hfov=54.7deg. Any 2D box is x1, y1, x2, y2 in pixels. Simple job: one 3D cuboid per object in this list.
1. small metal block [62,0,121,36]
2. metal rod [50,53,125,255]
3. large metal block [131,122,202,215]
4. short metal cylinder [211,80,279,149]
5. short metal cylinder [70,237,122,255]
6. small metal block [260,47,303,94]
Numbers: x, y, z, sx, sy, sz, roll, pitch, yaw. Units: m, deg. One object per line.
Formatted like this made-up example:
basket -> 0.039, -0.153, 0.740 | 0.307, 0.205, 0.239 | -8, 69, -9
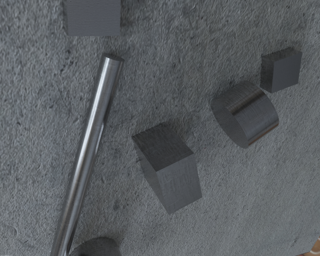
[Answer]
small metal block -> -0.066, -0.117, 0.299 | 0.050, 0.025, 0.050 | -9, 122, -24
metal rod -> -0.097, 0.054, 0.388 | 0.025, 0.025, 0.298 | 6, 116, -32
large metal block -> 0.009, 0.052, 0.410 | 0.050, 0.080, 0.080 | -25, 128, -14
short metal cylinder -> 0.114, -0.018, 0.425 | 0.050, 0.080, 0.080 | -35, 129, -6
short metal cylinder -> -0.095, 0.215, 0.473 | 0.081, 0.050, 0.079 | -14, 125, -21
small metal block -> 0.177, -0.085, 0.454 | 0.050, 0.025, 0.050 | -21, 127, -17
